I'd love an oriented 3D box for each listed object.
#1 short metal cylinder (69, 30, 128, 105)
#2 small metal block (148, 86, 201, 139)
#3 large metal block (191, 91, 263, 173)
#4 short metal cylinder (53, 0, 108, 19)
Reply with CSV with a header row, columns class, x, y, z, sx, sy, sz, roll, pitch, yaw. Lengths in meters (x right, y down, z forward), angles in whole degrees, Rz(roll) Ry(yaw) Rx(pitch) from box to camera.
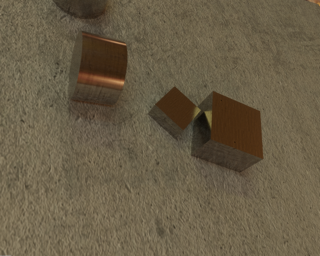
class,x,y,z,sx,sy,sz,roll,pitch,yaw
short metal cylinder,-0.076,-0.070,0.370,0.050,0.080,0.080,8,59,-24
small metal block,0.020,-0.022,0.428,0.050,0.025,0.050,43,51,1
large metal block,0.093,0.006,0.434,0.080,0.050,0.080,21,54,-16
short metal cylinder,-0.114,-0.208,0.453,0.081,0.050,0.080,14,56,-21
